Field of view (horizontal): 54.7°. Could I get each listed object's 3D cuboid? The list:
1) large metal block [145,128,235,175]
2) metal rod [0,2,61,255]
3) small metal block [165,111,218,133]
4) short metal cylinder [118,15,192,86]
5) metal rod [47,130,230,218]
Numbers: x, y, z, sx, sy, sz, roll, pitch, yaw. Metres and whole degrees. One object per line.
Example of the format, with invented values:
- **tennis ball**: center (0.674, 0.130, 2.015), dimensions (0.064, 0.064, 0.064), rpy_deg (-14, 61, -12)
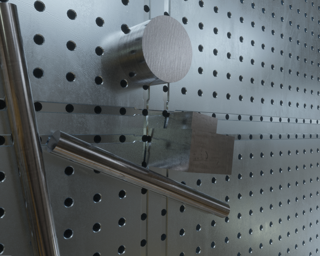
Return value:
- **large metal block**: center (0.039, 0.031, 0.408), dimensions (0.081, 0.080, 0.050), rpy_deg (10, 84, -40)
- **metal rod**: center (-0.127, 0.034, 0.303), dimensions (0.025, 0.025, 0.298), rpy_deg (-13, 98, -40)
- **small metal block**: center (0.044, -0.005, 0.432), dimensions (0.050, 0.050, 0.025), rpy_deg (12, 82, -40)
- **short metal cylinder**: center (-0.005, -0.095, 0.390), dimensions (0.081, 0.050, 0.079), rpy_deg (0, 90, -40)
- **metal rod**: center (-0.004, 0.073, 0.408), dimensions (0.301, 0.025, 0.025), rpy_deg (29, 72, -36)
